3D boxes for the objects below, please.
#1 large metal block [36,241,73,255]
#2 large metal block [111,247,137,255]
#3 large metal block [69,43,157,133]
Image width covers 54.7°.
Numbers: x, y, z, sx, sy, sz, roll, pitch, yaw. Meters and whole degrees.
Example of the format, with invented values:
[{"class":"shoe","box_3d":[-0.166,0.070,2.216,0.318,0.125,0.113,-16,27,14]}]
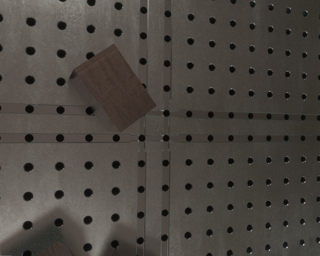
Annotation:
[{"class":"large metal block","box_3d":[-0.124,0.185,0.336,0.080,0.050,0.080,-31,70,-18]},{"class":"large metal block","box_3d":[-0.034,0.210,0.388,0.080,0.050,0.080,30,80,-18]},{"class":"large metal block","box_3d":[-0.059,-0.042,0.362,0.050,0.080,0.080,-38,103,-16]}]
